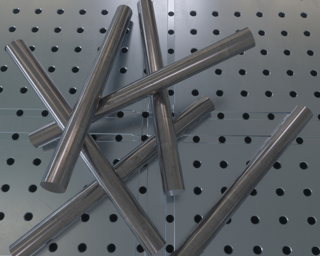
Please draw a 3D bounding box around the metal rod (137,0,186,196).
[{"bbox_3d":[-0.004,-0.060,0.415,0.025,0.025,0.299,-7,63,-3],"label":"metal rod"}]

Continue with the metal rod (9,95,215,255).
[{"bbox_3d":[-0.050,0.055,0.391,0.301,0.025,0.025,-38,74,-13],"label":"metal rod"}]

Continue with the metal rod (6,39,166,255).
[{"bbox_3d":[-0.091,0.017,0.368,0.025,0.025,0.300,-35,83,-12],"label":"metal rod"}]

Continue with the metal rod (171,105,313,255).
[{"bbox_3d":[0.094,0.082,0.382,0.025,0.025,0.301,41,75,13],"label":"metal rod"}]

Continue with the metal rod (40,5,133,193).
[{"bbox_3d":[-0.079,-0.060,0.390,0.025,0.025,0.300,9,54,3],"label":"metal rod"}]

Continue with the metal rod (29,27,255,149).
[{"bbox_3d":[-0.028,-0.046,0.387,0.301,0.025,0.025,-24,71,7],"label":"metal rod"}]
